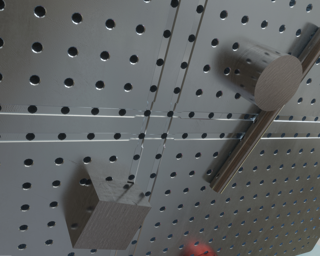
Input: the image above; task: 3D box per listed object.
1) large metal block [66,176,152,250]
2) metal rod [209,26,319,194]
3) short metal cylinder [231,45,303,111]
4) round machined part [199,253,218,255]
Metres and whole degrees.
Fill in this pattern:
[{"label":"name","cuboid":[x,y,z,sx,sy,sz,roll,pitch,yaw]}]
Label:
[{"label":"large metal block","cuboid":[-0.072,0.120,0.430,0.081,0.050,0.080,18,109,-35]},{"label":"metal rod","cuboid":[0.171,-0.020,0.491,0.025,0.025,0.299,22,107,-36]},{"label":"short metal cylinder","cuboid":[0.148,-0.070,0.432,0.081,0.050,0.079,-14,124,-21]},{"label":"round machined part","cuboid":[0.092,0.310,0.642,0.099,0.042,0.097,-14,124,-21]}]
